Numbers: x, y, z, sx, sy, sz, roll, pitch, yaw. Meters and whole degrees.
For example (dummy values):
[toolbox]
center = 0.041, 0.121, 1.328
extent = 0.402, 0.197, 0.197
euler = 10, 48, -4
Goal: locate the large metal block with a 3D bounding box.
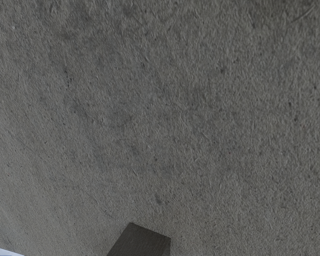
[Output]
[large metal block]
center = -0.035, 0.219, 0.525
extent = 0.080, 0.080, 0.050
euler = 15, 125, 19
